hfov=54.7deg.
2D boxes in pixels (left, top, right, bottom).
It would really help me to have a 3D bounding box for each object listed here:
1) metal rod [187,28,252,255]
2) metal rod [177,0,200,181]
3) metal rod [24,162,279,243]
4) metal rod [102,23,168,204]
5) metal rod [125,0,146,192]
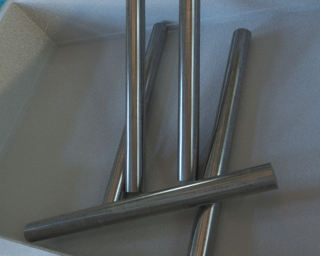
[{"bbox_3d":[0.075,0.004,0.363,0.025,0.025,0.300,2,62,29],"label":"metal rod"},{"bbox_3d":[0.034,-0.090,0.363,0.025,0.025,0.298,-1,87,28],"label":"metal rod"},{"bbox_3d":[-0.028,0.088,0.338,0.300,0.025,0.025,-18,55,21],"label":"metal rod"},{"bbox_3d":[-0.029,-0.031,0.439,0.025,0.025,0.300,-1,61,27],"label":"metal rod"},{"bbox_3d":[-0.031,-0.072,0.392,0.025,0.025,0.298,-3,83,26],"label":"metal rod"}]
